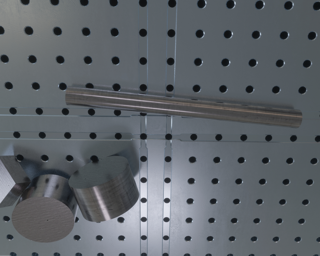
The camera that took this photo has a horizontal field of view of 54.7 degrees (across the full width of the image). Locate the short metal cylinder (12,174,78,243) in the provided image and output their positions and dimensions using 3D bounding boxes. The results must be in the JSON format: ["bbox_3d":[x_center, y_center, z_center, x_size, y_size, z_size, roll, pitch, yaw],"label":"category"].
[{"bbox_3d":[-0.157,0.113,0.435,0.081,0.050,0.079,-2,116,-5],"label":"short metal cylinder"}]

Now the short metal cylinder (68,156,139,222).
[{"bbox_3d":[-0.073,0.079,0.412,0.080,0.080,0.050,-15,110,5],"label":"short metal cylinder"}]

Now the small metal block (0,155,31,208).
[{"bbox_3d":[-0.213,0.073,0.426,0.050,0.025,0.050,-48,69,15],"label":"small metal block"}]

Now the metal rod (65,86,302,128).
[{"bbox_3d":[0.032,-0.027,0.403,0.302,0.025,0.025,6,110,-3],"label":"metal rod"}]
